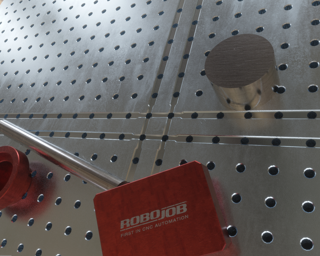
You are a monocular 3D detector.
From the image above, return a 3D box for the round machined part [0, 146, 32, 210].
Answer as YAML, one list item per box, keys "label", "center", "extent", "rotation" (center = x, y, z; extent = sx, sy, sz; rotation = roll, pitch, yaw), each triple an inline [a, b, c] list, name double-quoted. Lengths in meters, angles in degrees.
- label: "round machined part"
  center: [-0.237, 0.079, 0.470]
  extent: [0.098, 0.042, 0.098]
  rotation: [-13, 56, 20]

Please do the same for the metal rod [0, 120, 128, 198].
- label: "metal rod"
  center: [-0.164, 0.037, 0.468]
  extent: [0.300, 0.025, 0.025]
  rotation: [19, 72, 35]

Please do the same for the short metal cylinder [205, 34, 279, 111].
- label: "short metal cylinder"
  center: [0.101, -0.068, 0.380]
  extent: [0.080, 0.050, 0.080]
  rotation: [-13, 56, 20]

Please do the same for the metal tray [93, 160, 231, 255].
- label: "metal tray"
  center: [-0.002, 0.098, 0.331]
  extent: [0.130, 0.030, 0.090]
  rotation: [-21, 68, 15]
